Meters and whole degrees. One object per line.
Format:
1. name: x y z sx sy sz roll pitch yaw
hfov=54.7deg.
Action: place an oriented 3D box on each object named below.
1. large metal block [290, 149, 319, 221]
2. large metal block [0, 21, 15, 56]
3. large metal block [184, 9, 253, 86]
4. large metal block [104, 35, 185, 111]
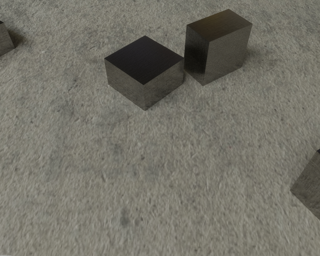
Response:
1. large metal block: 0.199 0.047 0.330 0.081 0.080 0.050 -26 55 -20
2. large metal block: -0.305 -0.147 0.506 0.080 0.050 0.080 31 56 23
3. large metal block: 0.085 -0.122 0.472 0.081 0.080 0.050 -27 56 -21
4. large metal block: -0.022 -0.083 0.456 0.080 0.050 0.080 37 59 26
